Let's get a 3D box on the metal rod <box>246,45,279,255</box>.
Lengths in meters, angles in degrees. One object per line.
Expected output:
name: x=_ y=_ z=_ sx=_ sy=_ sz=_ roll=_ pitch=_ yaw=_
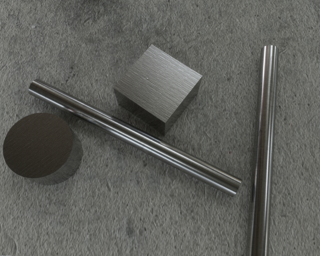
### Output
metal rod: x=0.134 y=0.026 z=0.399 sx=0.025 sy=0.025 sz=0.299 roll=9 pitch=70 yaw=3

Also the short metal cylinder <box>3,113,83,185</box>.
short metal cylinder: x=-0.142 y=0.027 z=0.384 sx=0.081 sy=0.050 sz=0.080 roll=0 pitch=70 yaw=0

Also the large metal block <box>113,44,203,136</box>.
large metal block: x=-0.002 y=-0.050 z=0.413 sx=0.080 sy=0.050 sz=0.080 roll=35 pitch=74 yaw=11

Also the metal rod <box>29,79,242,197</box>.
metal rod: x=-0.039 y=0.009 z=0.404 sx=0.301 sy=0.025 sz=0.025 roll=26 pitch=72 yaw=9
